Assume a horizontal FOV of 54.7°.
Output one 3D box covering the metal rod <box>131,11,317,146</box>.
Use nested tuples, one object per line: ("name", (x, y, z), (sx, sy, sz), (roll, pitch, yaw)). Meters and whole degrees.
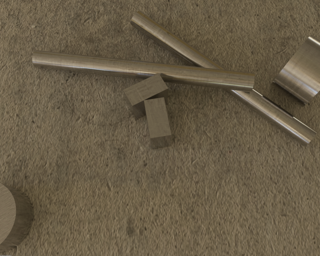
("metal rod", (0.080, -0.076, 0.436), (0.300, 0.025, 0.025), (38, 74, 12))

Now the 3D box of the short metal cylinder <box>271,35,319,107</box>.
("short metal cylinder", (0.193, -0.074, 0.407), (0.050, 0.080, 0.080), (39, 75, 13))

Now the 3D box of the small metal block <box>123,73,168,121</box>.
("small metal block", (-0.018, -0.040, 0.409), (0.050, 0.050, 0.025), (-27, 72, -9))

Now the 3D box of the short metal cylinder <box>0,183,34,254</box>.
("short metal cylinder", (-0.195, 0.103, 0.356), (0.081, 0.050, 0.080), (0, 70, 0))

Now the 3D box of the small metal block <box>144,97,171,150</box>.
("small metal block", (-0.003, -0.005, 0.396), (0.025, 0.050, 0.050), (-9, 71, -3))

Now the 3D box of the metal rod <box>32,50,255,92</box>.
("metal rod", (-0.028, -0.079, 0.422), (0.301, 0.025, 0.025), (8, 70, 8))
